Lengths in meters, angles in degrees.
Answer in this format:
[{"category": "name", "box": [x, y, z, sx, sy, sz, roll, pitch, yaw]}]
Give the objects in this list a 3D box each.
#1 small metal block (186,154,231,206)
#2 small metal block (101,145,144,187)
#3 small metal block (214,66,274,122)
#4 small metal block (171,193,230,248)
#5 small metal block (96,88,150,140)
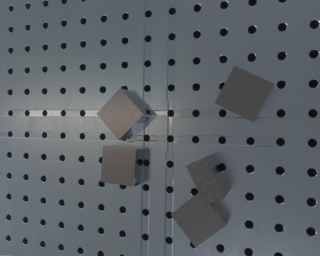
[{"category": "small metal block", "box": [0.060, 0.061, 0.378, 0.025, 0.050, 0.050, -29, 81, 18]}, {"category": "small metal block", "box": [-0.053, 0.051, 0.432, 0.050, 0.025, 0.050, 4, 91, 20]}, {"category": "small metal block", "box": [0.102, -0.041, 0.377, 0.050, 0.025, 0.050, 30, 100, 17]}, {"category": "small metal block", "box": [0.051, 0.113, 0.395, 0.050, 0.025, 0.050, -42, 77, 15]}, {"category": "small metal block", "box": [-0.051, -0.019, 0.431, 0.050, 0.025, 0.050, -45, 76, 14]}]
